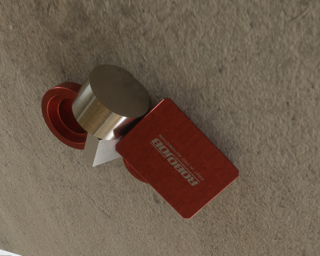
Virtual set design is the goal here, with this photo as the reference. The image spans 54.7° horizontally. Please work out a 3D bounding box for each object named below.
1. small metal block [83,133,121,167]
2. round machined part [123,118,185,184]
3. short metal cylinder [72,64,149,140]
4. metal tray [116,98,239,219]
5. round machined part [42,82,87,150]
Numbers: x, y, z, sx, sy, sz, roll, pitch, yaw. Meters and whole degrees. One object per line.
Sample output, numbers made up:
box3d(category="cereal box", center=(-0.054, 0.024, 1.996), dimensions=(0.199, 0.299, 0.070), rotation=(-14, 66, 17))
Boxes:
box3d(category="small metal block", center=(-0.071, 0.020, 0.417), dimensions=(0.025, 0.050, 0.050), rotation=(46, 133, 28))
box3d(category="round machined part", center=(-0.012, 0.038, 0.425), dimensions=(0.098, 0.042, 0.097), rotation=(13, 124, 20))
box3d(category="short metal cylinder", center=(-0.061, -0.032, 0.384), dimensions=(0.080, 0.080, 0.050), rotation=(44, 129, -3))
box3d(category="metal tray", center=(0.021, 0.037, 0.387), dimensions=(0.090, 0.030, 0.130), rotation=(-43, 95, 7))
box3d(category="round machined part", center=(-0.116, -0.021, 0.443), dimensions=(0.098, 0.042, 0.097), rotation=(13, 124, 20))
